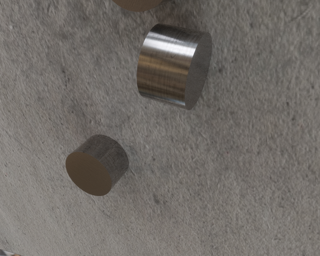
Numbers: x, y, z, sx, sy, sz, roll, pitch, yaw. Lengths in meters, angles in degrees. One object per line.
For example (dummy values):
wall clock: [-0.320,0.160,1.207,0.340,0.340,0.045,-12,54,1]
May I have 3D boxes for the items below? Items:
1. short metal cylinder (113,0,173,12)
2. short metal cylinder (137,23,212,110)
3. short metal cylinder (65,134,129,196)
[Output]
short metal cylinder: [-0.014,-0.159,0.299,0.080,0.050,0.079,13,124,20]
short metal cylinder: [0.017,-0.063,0.322,0.050,0.080,0.079,17,125,18]
short metal cylinder: [-0.095,0.057,0.474,0.080,0.050,0.079,13,124,20]
